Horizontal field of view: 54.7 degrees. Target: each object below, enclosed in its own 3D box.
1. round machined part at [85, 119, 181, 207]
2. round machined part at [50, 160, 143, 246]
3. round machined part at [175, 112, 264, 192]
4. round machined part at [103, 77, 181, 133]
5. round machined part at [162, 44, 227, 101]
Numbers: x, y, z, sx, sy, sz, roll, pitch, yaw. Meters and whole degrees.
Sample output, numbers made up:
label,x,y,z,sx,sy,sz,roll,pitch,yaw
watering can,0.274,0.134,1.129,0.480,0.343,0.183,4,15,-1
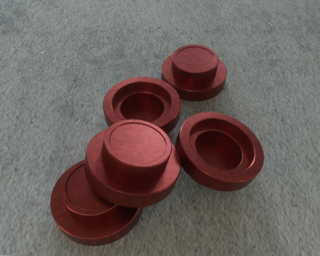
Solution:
label,x,y,z,sx,sy,sz,roll,pitch,yaw
round machined part,-0.026,0.028,0.318,0.099,0.042,0.098,10,40,-8
round machined part,-0.068,0.070,0.332,0.099,0.042,0.098,0,50,0
round machined part,0.065,0.031,0.358,0.099,0.042,0.098,9,48,-10
round machined part,-0.023,-0.020,0.409,0.099,0.042,0.098,0,50,0
round machined part,0.052,-0.089,0.468,0.099,0.042,0.098,0,50,0
